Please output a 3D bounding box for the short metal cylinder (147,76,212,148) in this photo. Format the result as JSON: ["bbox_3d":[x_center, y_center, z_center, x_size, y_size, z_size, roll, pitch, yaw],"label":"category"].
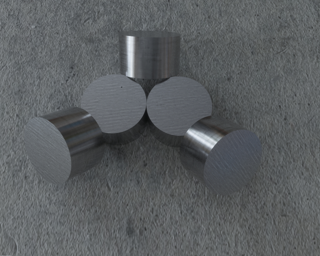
[{"bbox_3d":[0.024,-0.020,0.403,0.081,0.050,0.080,0,70,0],"label":"short metal cylinder"}]

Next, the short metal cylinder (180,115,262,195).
[{"bbox_3d":[0.071,0.031,0.363,0.080,0.080,0.050,-35,32,-12],"label":"short metal cylinder"}]

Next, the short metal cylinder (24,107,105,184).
[{"bbox_3d":[-0.113,0.019,0.365,0.080,0.080,0.050,45,36,14],"label":"short metal cylinder"}]

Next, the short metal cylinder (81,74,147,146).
[{"bbox_3d":[-0.057,-0.023,0.403,0.081,0.050,0.080,0,70,0],"label":"short metal cylinder"}]

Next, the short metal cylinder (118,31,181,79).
[{"bbox_3d":[-0.014,-0.099,0.410,0.080,0.080,0.050,2,113,0],"label":"short metal cylinder"}]
